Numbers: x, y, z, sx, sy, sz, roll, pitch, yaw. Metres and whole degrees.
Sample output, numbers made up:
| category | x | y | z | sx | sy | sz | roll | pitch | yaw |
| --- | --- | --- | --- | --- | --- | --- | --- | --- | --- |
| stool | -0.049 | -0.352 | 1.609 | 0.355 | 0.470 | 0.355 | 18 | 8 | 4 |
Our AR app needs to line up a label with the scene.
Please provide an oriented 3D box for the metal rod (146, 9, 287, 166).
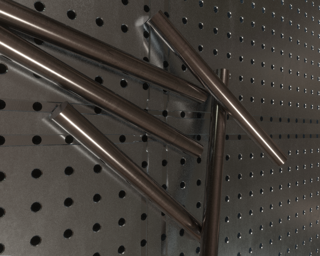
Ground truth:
| category | x | y | z | sx | sy | sz | roll | pitch | yaw |
| --- | --- | --- | --- | --- | --- | --- | --- | --- | --- |
| metal rod | 0.093 | -0.047 | 0.453 | 0.300 | 0.025 | 0.025 | 44 | 63 | -19 |

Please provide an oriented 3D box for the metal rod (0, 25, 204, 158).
| category | x | y | z | sx | sy | sz | roll | pitch | yaw |
| --- | --- | --- | --- | --- | --- | --- | --- | --- | --- |
| metal rod | -0.051 | -0.026 | 0.367 | 0.301 | 0.025 | 0.025 | 30 | 72 | -36 |

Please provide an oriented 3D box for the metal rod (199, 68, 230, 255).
| category | x | y | z | sx | sy | sz | roll | pitch | yaw |
| --- | --- | --- | --- | --- | --- | --- | --- | --- | --- |
| metal rod | 0.082 | 0.054 | 0.460 | 0.025 | 0.025 | 0.299 | 18 | 72 | -39 |

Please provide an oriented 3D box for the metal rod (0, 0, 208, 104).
| category | x | y | z | sx | sy | sz | roll | pitch | yaw |
| --- | --- | --- | --- | --- | --- | --- | --- | --- | --- |
| metal rod | -0.050 | -0.081 | 0.368 | 0.302 | 0.025 | 0.025 | 16 | 80 | -39 |

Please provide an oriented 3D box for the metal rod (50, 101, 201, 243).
| category | x | y | z | sx | sy | sz | roll | pitch | yaw |
| --- | --- | --- | --- | --- | --- | --- | --- | --- | --- |
| metal rod | -0.016 | 0.075 | 0.397 | 0.300 | 0.025 | 0.025 | 47 | 62 | -30 |
